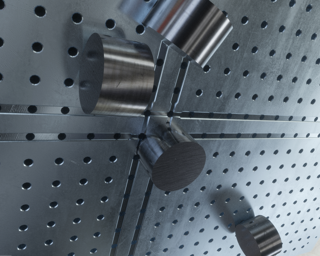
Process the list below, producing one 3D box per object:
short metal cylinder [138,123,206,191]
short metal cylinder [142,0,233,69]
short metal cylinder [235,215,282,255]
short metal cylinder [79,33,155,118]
[{"bbox_3d":[0.016,0.040,0.428,0.081,0.050,0.079,-14,124,-21],"label":"short metal cylinder"},{"bbox_3d":[0.028,-0.107,0.325,0.080,0.080,0.050,29,102,-38],"label":"short metal cylinder"},{"bbox_3d":[0.196,0.222,0.620,0.050,0.080,0.079,-18,126,-18],"label":"short metal cylinder"},{"bbox_3d":[-0.047,-0.052,0.318,0.050,0.080,0.079,3,117,-30],"label":"short metal cylinder"}]
